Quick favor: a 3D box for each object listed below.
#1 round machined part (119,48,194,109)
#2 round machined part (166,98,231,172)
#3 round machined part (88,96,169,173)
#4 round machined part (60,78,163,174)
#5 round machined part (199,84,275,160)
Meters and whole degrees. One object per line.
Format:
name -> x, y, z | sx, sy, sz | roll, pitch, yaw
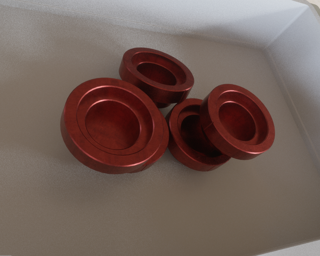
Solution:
round machined part -> -0.007, -0.063, 0.415 | 0.099, 0.042, 0.098 | 16, 38, -13
round machined part -> 0.048, 0.012, 0.411 | 0.099, 0.042, 0.098 | 14, 56, -21
round machined part -> -0.042, 0.008, 0.365 | 0.099, 0.042, 0.098 | 14, 56, -21
round machined part -> -0.050, 0.001, 0.312 | 0.099, 0.042, 0.098 | 14, 56, -21
round machined part -> 0.092, -0.004, 0.391 | 0.099, 0.042, 0.098 | 14, 56, -21
